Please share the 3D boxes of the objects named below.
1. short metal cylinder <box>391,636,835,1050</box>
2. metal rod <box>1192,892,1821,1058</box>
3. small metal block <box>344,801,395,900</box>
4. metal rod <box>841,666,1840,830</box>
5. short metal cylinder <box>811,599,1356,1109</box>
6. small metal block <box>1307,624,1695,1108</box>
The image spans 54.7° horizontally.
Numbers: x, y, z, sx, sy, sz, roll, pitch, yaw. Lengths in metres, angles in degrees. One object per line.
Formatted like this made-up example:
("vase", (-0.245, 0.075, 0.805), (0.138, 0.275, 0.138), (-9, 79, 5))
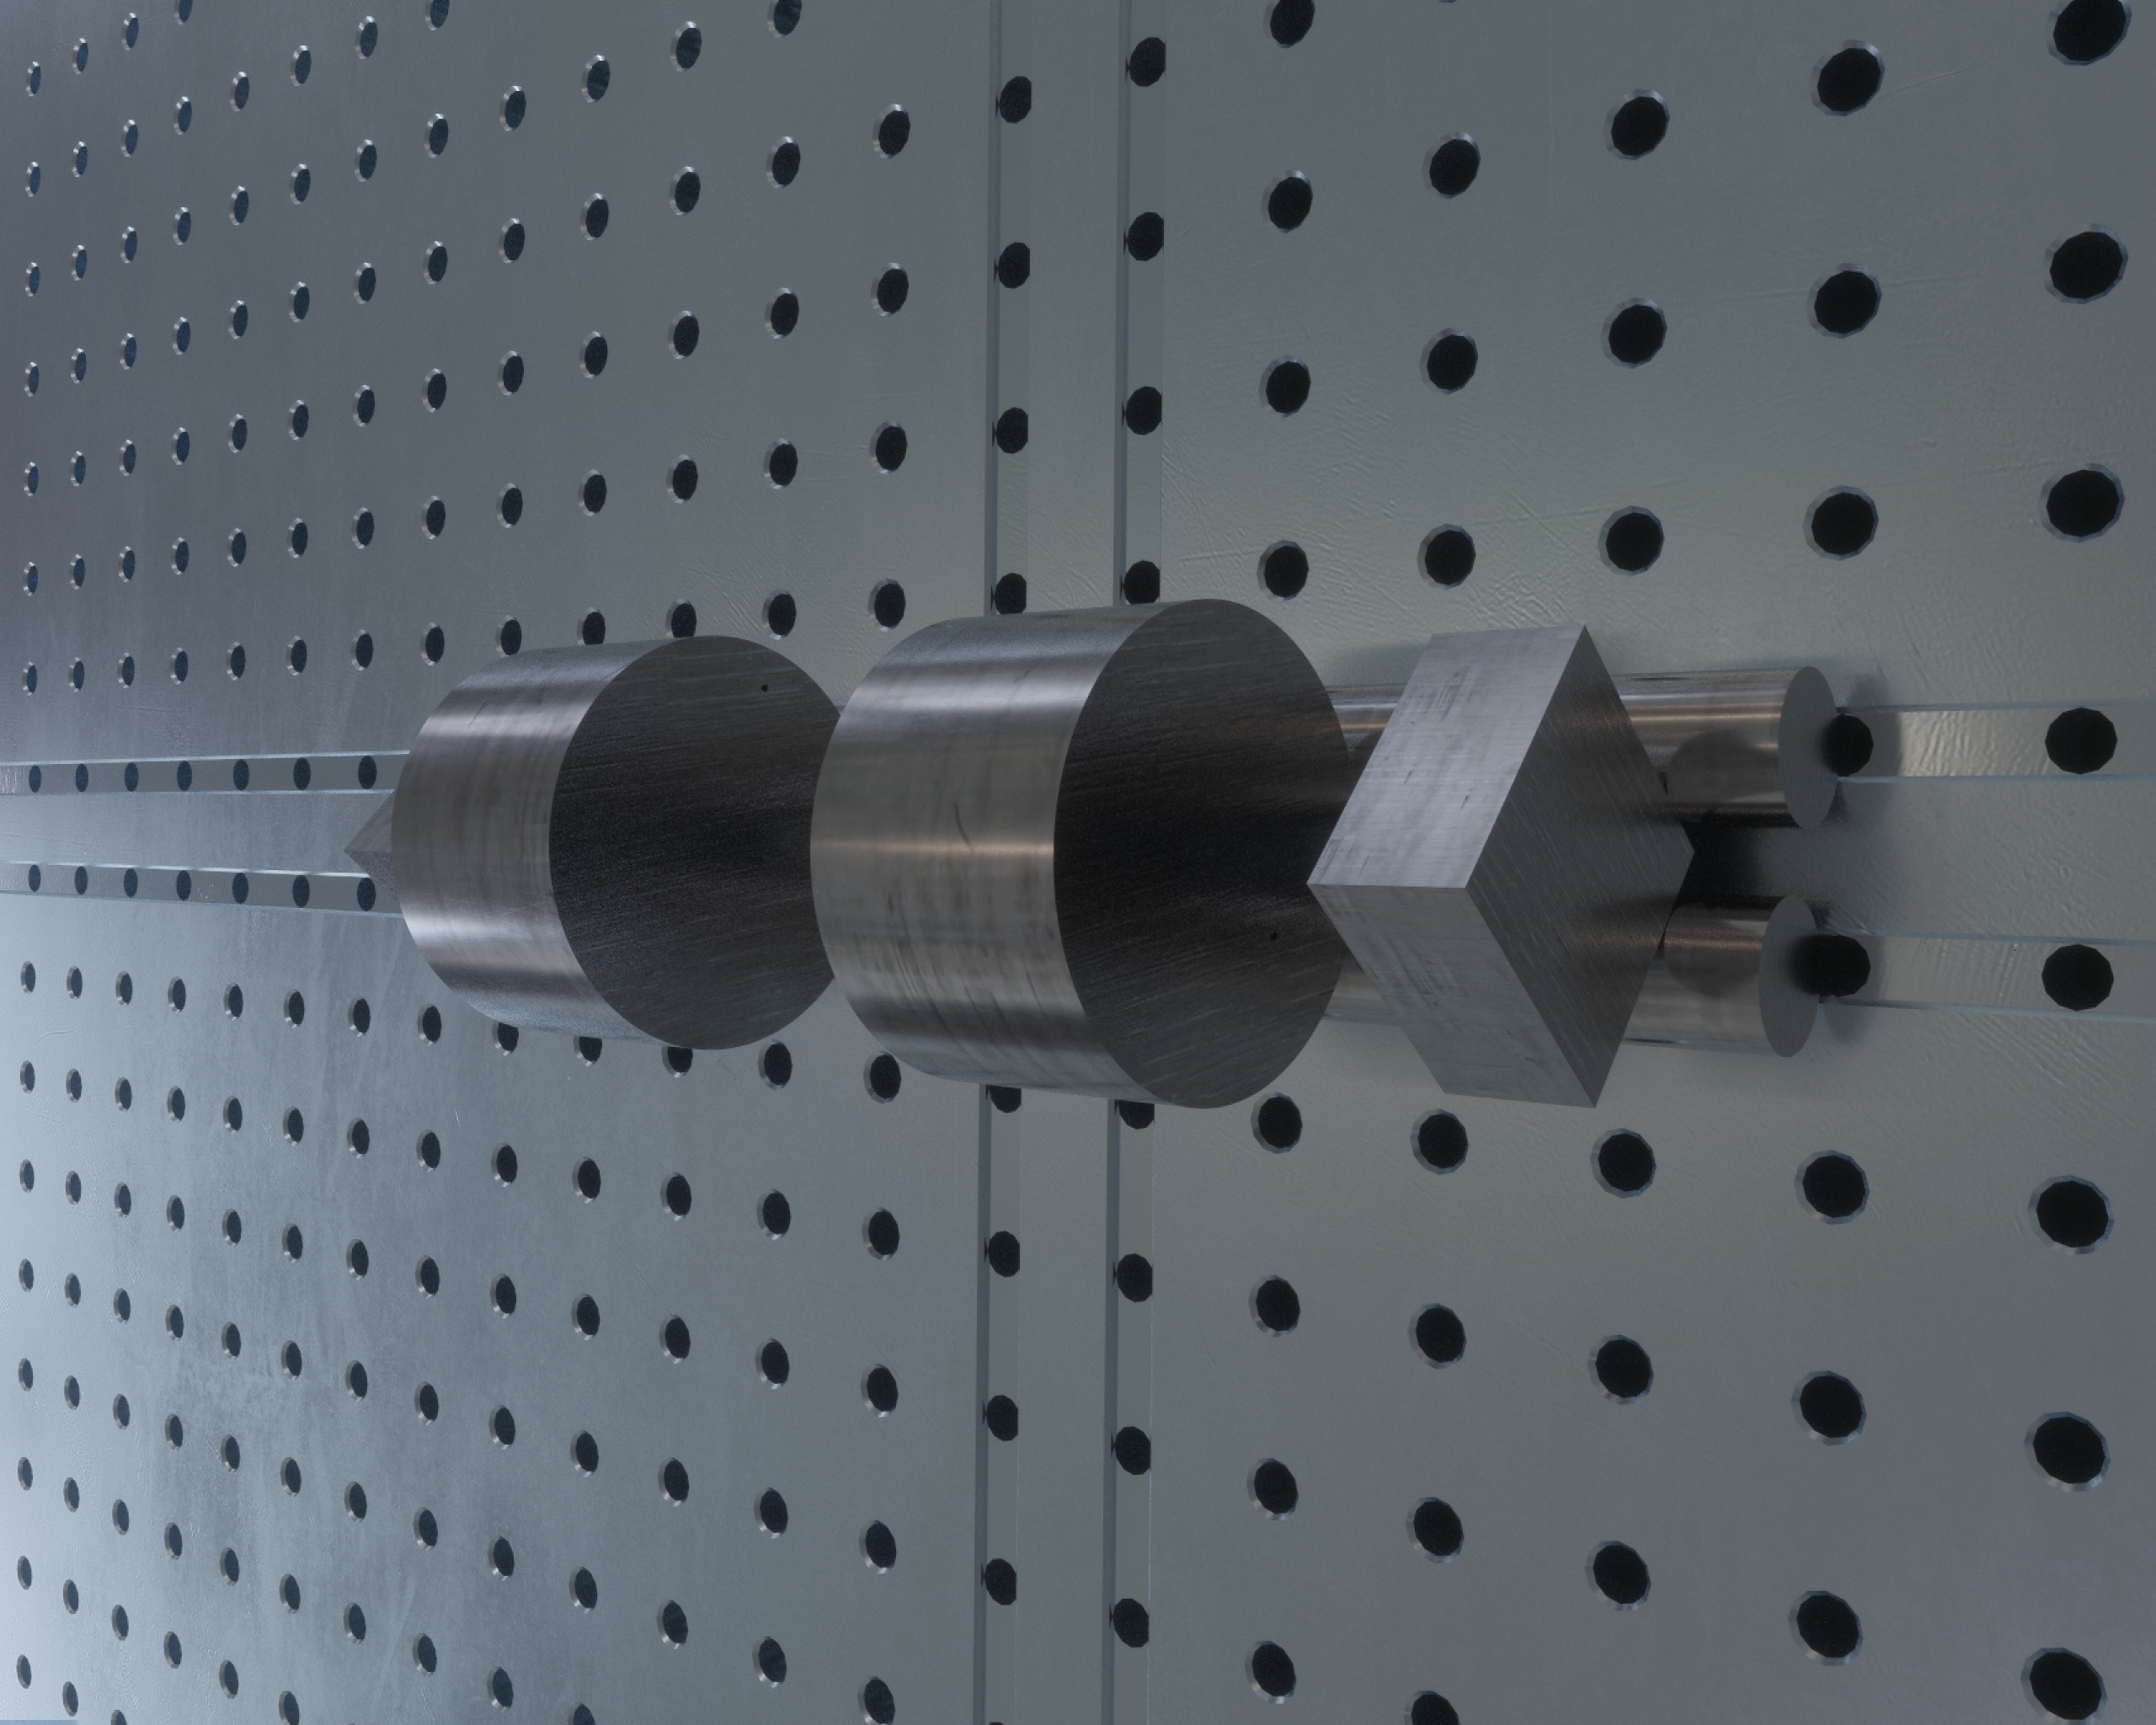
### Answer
("short metal cylinder", (-0.087, -0.004, 0.417), (0.050, 0.081, 0.079), (1, 91, 40))
("metal rod", (-0.006, 0.014, 0.415), (0.300, 0.025, 0.025), (1, 91, 40))
("small metal block", (-0.125, -0.004, 0.467), (0.025, 0.050, 0.050), (1, 49, 40))
("metal rod", (-0.004, -0.020, 0.413), (0.300, 0.025, 0.025), (1, 91, 40))
("short metal cylinder", (0.003, -0.002, 0.342), (0.050, 0.081, 0.079), (1, 91, 40))
("small metal block", (0.065, 0.001, 0.310), (0.025, 0.050, 0.050), (1, 50, 40))
